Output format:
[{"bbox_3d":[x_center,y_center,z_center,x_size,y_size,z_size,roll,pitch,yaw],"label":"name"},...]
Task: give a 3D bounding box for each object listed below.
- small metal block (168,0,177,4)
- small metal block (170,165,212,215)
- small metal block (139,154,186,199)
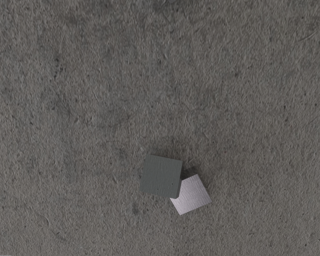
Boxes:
[{"bbox_3d":[0.019,-0.175,0.345,0.050,0.025,0.050,-31,108,10],"label":"small metal block"},{"bbox_3d":[0.040,0.089,0.443,0.050,0.025,0.050,-26,108,9],"label":"small metal block"},{"bbox_3d":[0.004,0.064,0.417,0.050,0.025,0.050,10,86,13],"label":"small metal block"}]
